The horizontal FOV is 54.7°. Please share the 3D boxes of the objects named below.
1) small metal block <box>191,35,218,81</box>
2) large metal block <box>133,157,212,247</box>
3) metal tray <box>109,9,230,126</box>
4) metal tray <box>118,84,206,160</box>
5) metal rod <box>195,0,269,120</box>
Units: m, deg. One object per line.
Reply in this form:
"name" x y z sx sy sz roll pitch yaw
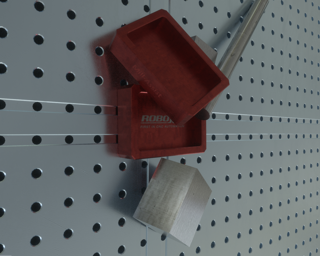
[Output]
"small metal block" 0.054 -0.099 0.457 0.050 0.025 0.050 26 74 -37
"large metal block" 0.020 0.096 0.395 0.080 0.050 0.080 -63 148 -20
"metal tray" 0.014 -0.077 0.379 0.130 0.030 0.091 49 54 2
"metal tray" 0.007 -0.008 0.413 0.131 0.030 0.089 -1 91 -40
"metal rod" 0.121 -0.127 0.489 0.025 0.025 0.301 52 53 -28
